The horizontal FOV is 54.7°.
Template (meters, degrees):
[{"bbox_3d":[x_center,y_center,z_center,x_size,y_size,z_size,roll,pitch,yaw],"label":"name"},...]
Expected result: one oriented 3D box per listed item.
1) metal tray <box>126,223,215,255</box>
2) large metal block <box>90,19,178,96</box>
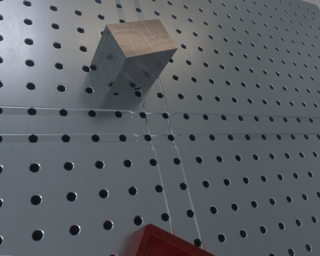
[{"bbox_3d":[-0.001,0.172,0.299,0.090,0.030,0.130,30,52,-9],"label":"metal tray"},{"bbox_3d":[-0.036,-0.093,0.410,0.081,0.080,0.050,-21,73,-36],"label":"large metal block"}]
